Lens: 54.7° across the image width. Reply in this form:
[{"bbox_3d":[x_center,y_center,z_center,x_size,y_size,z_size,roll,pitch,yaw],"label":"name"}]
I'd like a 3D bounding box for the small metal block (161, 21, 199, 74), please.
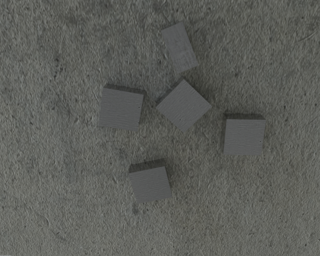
[{"bbox_3d":[0.022,-0.096,0.361,0.025,0.050,0.050,-21,109,8],"label":"small metal block"}]

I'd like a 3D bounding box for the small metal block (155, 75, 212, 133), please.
[{"bbox_3d":[0.030,-0.031,0.399,0.050,0.025,0.050,42,105,-14],"label":"small metal block"}]

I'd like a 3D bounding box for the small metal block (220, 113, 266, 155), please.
[{"bbox_3d":[0.109,0.008,0.414,0.050,0.025,0.050,1,110,-1],"label":"small metal block"}]

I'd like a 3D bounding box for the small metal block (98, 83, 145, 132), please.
[{"bbox_3d":[-0.049,-0.027,0.399,0.050,0.025,0.050,9,110,-4],"label":"small metal block"}]

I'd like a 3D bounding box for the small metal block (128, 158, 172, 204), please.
[{"bbox_3d":[-0.013,0.075,0.437,0.050,0.025,0.050,-12,110,4],"label":"small metal block"}]
